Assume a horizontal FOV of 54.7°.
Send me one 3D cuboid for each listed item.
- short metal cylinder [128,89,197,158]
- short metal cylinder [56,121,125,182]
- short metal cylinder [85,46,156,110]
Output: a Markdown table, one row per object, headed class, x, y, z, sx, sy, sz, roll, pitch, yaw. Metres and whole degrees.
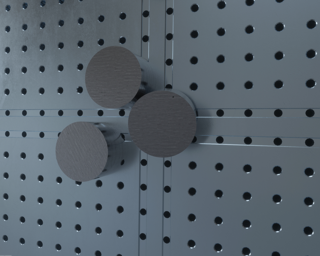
| class | x | y | z | sx | sy | sz | roll | pitch | yaw |
| --- | --- | --- | --- | --- | --- | --- | --- | --- | --- |
| short metal cylinder | 0.005 | -0.008 | 0.386 | 0.080 | 0.050 | 0.079 | 1 | 100 | 7 |
| short metal cylinder | -0.096 | 0.031 | 0.432 | 0.080 | 0.050 | 0.079 | 0 | 90 | 19 |
| short metal cylinder | -0.052 | -0.064 | 0.417 | 0.080 | 0.050 | 0.079 | 0 | 90 | 19 |
